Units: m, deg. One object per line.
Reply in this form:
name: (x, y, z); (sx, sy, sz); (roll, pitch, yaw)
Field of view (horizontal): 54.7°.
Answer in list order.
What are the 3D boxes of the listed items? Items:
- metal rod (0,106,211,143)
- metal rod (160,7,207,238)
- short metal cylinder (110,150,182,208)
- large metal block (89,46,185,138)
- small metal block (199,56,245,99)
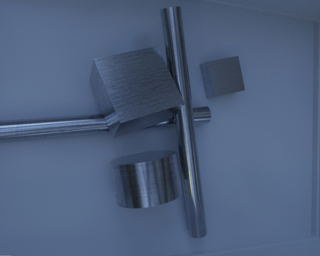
metal rod: (-0.075, -0.005, 0.383); (0.303, 0.025, 0.025); (-5, 92, -20)
metal rod: (0.033, 0.003, 0.398); (0.025, 0.025, 0.298); (-13, 104, -20)
short metal cylinder: (-0.017, 0.059, 0.376); (0.081, 0.080, 0.050); (-10, 94, -20)
large metal block: (-0.030, -0.043, 0.371); (0.081, 0.050, 0.080); (-18, 76, -24)
small metal block: (0.089, -0.073, 0.445); (0.050, 0.025, 0.050); (-14, 95, -20)
